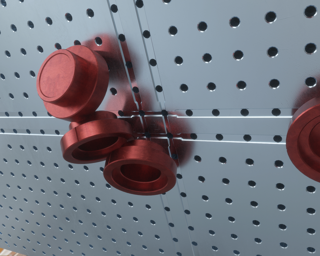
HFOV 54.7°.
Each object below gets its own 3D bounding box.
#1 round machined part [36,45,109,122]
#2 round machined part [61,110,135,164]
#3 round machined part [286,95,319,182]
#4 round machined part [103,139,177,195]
[{"bbox_3d":[-0.116,-0.059,0.389,0.098,0.042,0.098,-8,73,30],"label":"round machined part"},{"bbox_3d":[-0.087,0.011,0.427,0.098,0.099,0.042,-38,61,38],"label":"round machined part"},{"bbox_3d":[0.181,0.008,0.310,0.098,0.042,0.097,13,124,20],"label":"round machined part"},{"bbox_3d":[-0.026,0.052,0.428,0.099,0.042,0.097,4,141,3],"label":"round machined part"}]
